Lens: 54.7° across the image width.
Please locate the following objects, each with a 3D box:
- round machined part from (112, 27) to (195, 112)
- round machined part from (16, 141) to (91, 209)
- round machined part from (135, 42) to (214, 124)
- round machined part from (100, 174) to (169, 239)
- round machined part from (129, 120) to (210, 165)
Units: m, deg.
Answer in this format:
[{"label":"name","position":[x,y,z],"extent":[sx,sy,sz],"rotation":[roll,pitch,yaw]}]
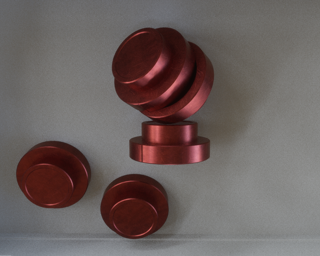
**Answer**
[{"label":"round machined part","position":[-0.014,-0.071,0.343],"extent":[0.098,0.098,0.042],"rotation":[-41,140,13]},{"label":"round machined part","position":[-0.149,0.071,0.426],"extent":[0.099,0.042,0.097],"rotation":[0,110,-1]},{"label":"round machined part","position":[0.019,-0.049,0.365],"extent":[0.098,0.098,0.042],"rotation":[-42,141,13]},{"label":"round machined part","position":[-0.037,0.119,0.446],"extent":[0.099,0.042,0.097],"rotation":[0,110,-1]},{"label":"round machined part","position":[0.012,0.013,0.379],"extent":[0.099,0.098,0.042],"rotation":[0,96,-1]}]
